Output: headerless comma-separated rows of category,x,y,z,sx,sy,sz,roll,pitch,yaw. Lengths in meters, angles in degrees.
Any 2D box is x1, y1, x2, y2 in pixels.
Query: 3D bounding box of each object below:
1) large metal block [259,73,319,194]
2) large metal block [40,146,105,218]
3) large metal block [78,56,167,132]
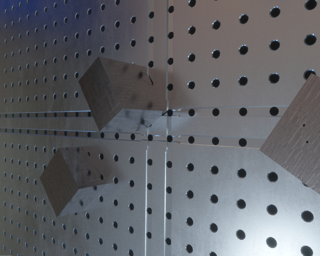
large metal block,0.150,0.010,0.269,0.080,0.050,0.080,41,115,32
large metal block,-0.148,0.088,0.517,0.080,0.050,0.080,-50,61,28
large metal block,-0.050,-0.042,0.416,0.050,0.081,0.080,-40,66,33
